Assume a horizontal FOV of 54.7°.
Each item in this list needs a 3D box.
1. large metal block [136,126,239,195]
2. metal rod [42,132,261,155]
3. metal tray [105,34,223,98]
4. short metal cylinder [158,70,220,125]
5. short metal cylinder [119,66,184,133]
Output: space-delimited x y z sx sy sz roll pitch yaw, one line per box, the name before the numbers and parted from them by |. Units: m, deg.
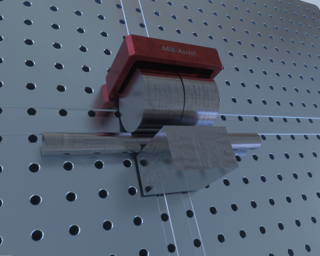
large metal block | 0.028 0.038 0.359 0.081 0.080 0.050 1 62 -28
metal rod | 0.010 0.018 0.397 0.303 0.025 0.025 1 62 -28
metal tray | 0.005 -0.072 0.408 0.131 0.090 0.030 1 62 -28
short metal cylinder | 0.033 -0.034 0.408 0.050 0.080 0.080 2 61 -28
short metal cylinder | -0.013 -0.034 0.383 0.050 0.080 0.080 1 62 -28
